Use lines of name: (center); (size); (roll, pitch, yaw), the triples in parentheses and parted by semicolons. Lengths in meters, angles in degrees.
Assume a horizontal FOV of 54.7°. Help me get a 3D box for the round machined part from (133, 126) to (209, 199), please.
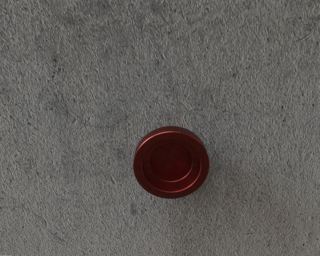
round machined part: (0.014, 0.042, 0.418); (0.099, 0.042, 0.097); (0, 110, -1)
